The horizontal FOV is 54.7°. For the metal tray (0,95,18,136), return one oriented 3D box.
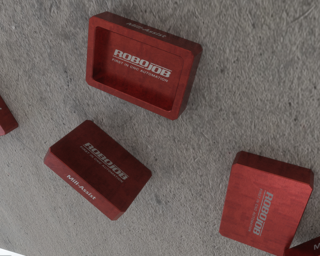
[{"bbox_3d":[-0.319,-0.044,0.544,0.090,0.030,0.129,-12,113,33],"label":"metal tray"}]

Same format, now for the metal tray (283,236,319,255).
[{"bbox_3d":[0.228,0.164,0.364,0.130,0.030,0.090,-35,99,23],"label":"metal tray"}]

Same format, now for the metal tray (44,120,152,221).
[{"bbox_3d":[-0.085,0.057,0.444,0.130,0.090,0.030,40,129,0],"label":"metal tray"}]

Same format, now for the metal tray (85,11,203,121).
[{"bbox_3d":[-0.024,-0.074,0.370,0.130,0.030,0.089,24,127,13],"label":"metal tray"}]

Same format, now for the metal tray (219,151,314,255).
[{"bbox_3d":[0.131,0.099,0.396,0.090,0.030,0.129,15,125,19],"label":"metal tray"}]
